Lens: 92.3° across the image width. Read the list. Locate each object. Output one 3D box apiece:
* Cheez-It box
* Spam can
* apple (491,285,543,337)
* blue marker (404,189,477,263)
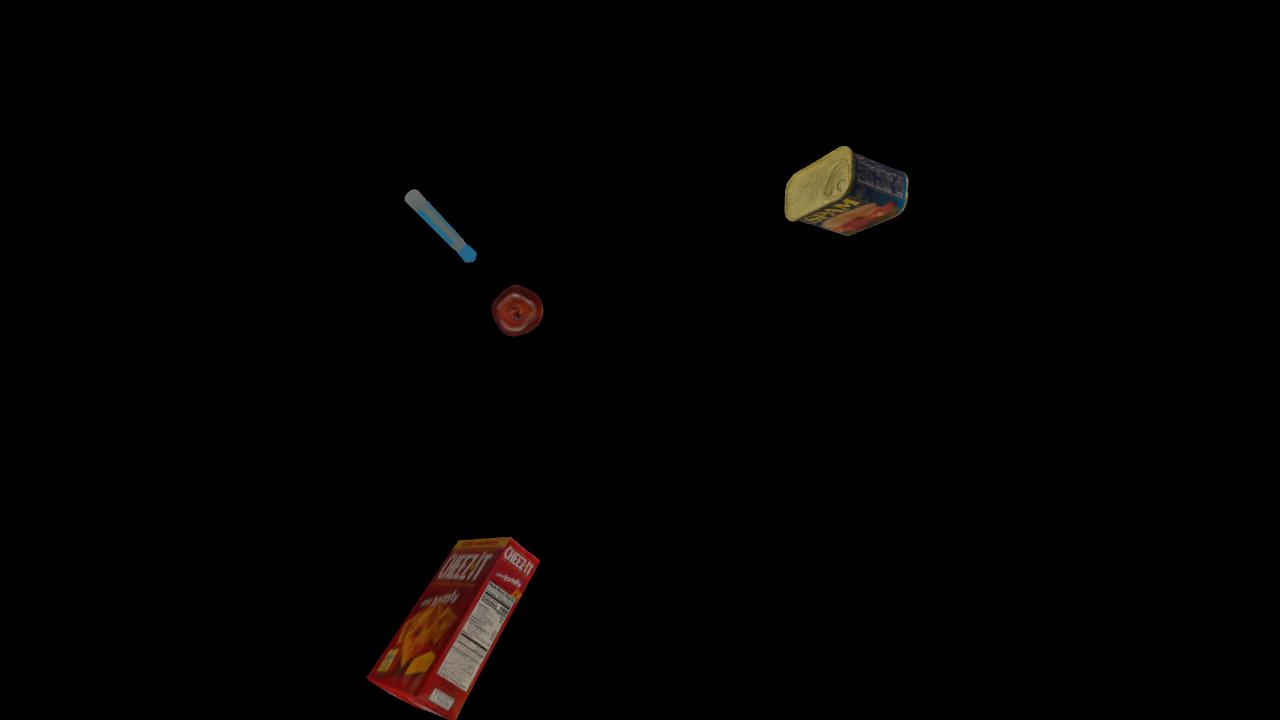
[{"bbox_3d":[-0.255,0.359,0.853,0.166,0.223,0.071,-18,-58,45],"label":"Cheez-It box"},{"bbox_3d":[0.223,-0.179,0.668,0.085,0.058,0.101,9,-10,-26],"label":"Spam can"},{"bbox_3d":[-0.188,-0.075,0.948,0.079,0.079,0.093,0,12,-9],"label":"apple"},{"bbox_3d":[-0.231,-0.154,0.725,0.020,0.020,0.121,0,-27,22],"label":"blue marker"}]
